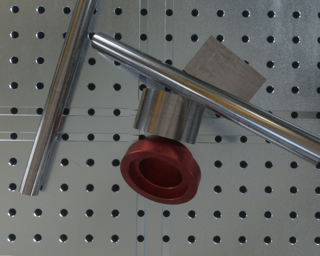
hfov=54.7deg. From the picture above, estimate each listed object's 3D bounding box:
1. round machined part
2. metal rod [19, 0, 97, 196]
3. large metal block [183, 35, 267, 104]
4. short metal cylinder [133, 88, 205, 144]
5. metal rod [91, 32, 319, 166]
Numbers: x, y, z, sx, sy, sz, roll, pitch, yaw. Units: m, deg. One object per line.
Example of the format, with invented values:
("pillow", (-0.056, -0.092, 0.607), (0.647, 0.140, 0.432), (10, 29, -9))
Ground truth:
("round machined part", (0.004, 0.049, 0.388), (0.098, 0.097, 0.042), (27, 46, -1))
("metal rod", (-0.131, -0.057, 0.411), (0.025, 0.025, 0.298), (17, 90, -1))
("large metal block", (0.073, -0.060, 0.387), (0.080, 0.080, 0.050), (39, 90, 0))
("short metal cylinder", (0.011, -0.014, 0.386), (0.080, 0.080, 0.050), (15, 90, -1))
("metal rod", (0.030, -0.047, 0.342), (0.300, 0.025, 0.025), (32, 90, 29))
